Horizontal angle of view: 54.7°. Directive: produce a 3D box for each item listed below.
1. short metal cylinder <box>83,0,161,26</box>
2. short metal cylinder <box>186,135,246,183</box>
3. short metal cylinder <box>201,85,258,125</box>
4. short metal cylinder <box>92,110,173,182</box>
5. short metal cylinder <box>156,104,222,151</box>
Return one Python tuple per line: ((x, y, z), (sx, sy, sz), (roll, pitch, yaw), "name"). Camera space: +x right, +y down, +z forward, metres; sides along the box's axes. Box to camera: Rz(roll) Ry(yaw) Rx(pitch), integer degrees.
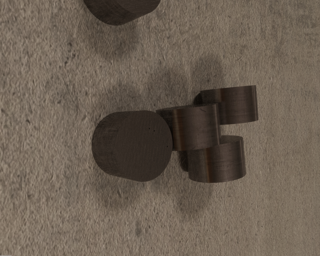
((-0.043, -0.164, 0.353), (0.081, 0.050, 0.079), (0, 90, -40), "short metal cylinder")
((0.078, 0.041, 0.437), (0.081, 0.080, 0.050), (-11, 98, -40), "short metal cylinder")
((0.102, -0.034, 0.457), (0.081, 0.080, 0.050), (-10, 97, -40), "short metal cylinder")
((-0.032, 0.020, 0.364), (0.081, 0.050, 0.079), (0, 90, -40), "short metal cylinder")
((0.038, -0.003, 0.403), (0.081, 0.080, 0.050), (-12, 98, -40), "short metal cylinder")
